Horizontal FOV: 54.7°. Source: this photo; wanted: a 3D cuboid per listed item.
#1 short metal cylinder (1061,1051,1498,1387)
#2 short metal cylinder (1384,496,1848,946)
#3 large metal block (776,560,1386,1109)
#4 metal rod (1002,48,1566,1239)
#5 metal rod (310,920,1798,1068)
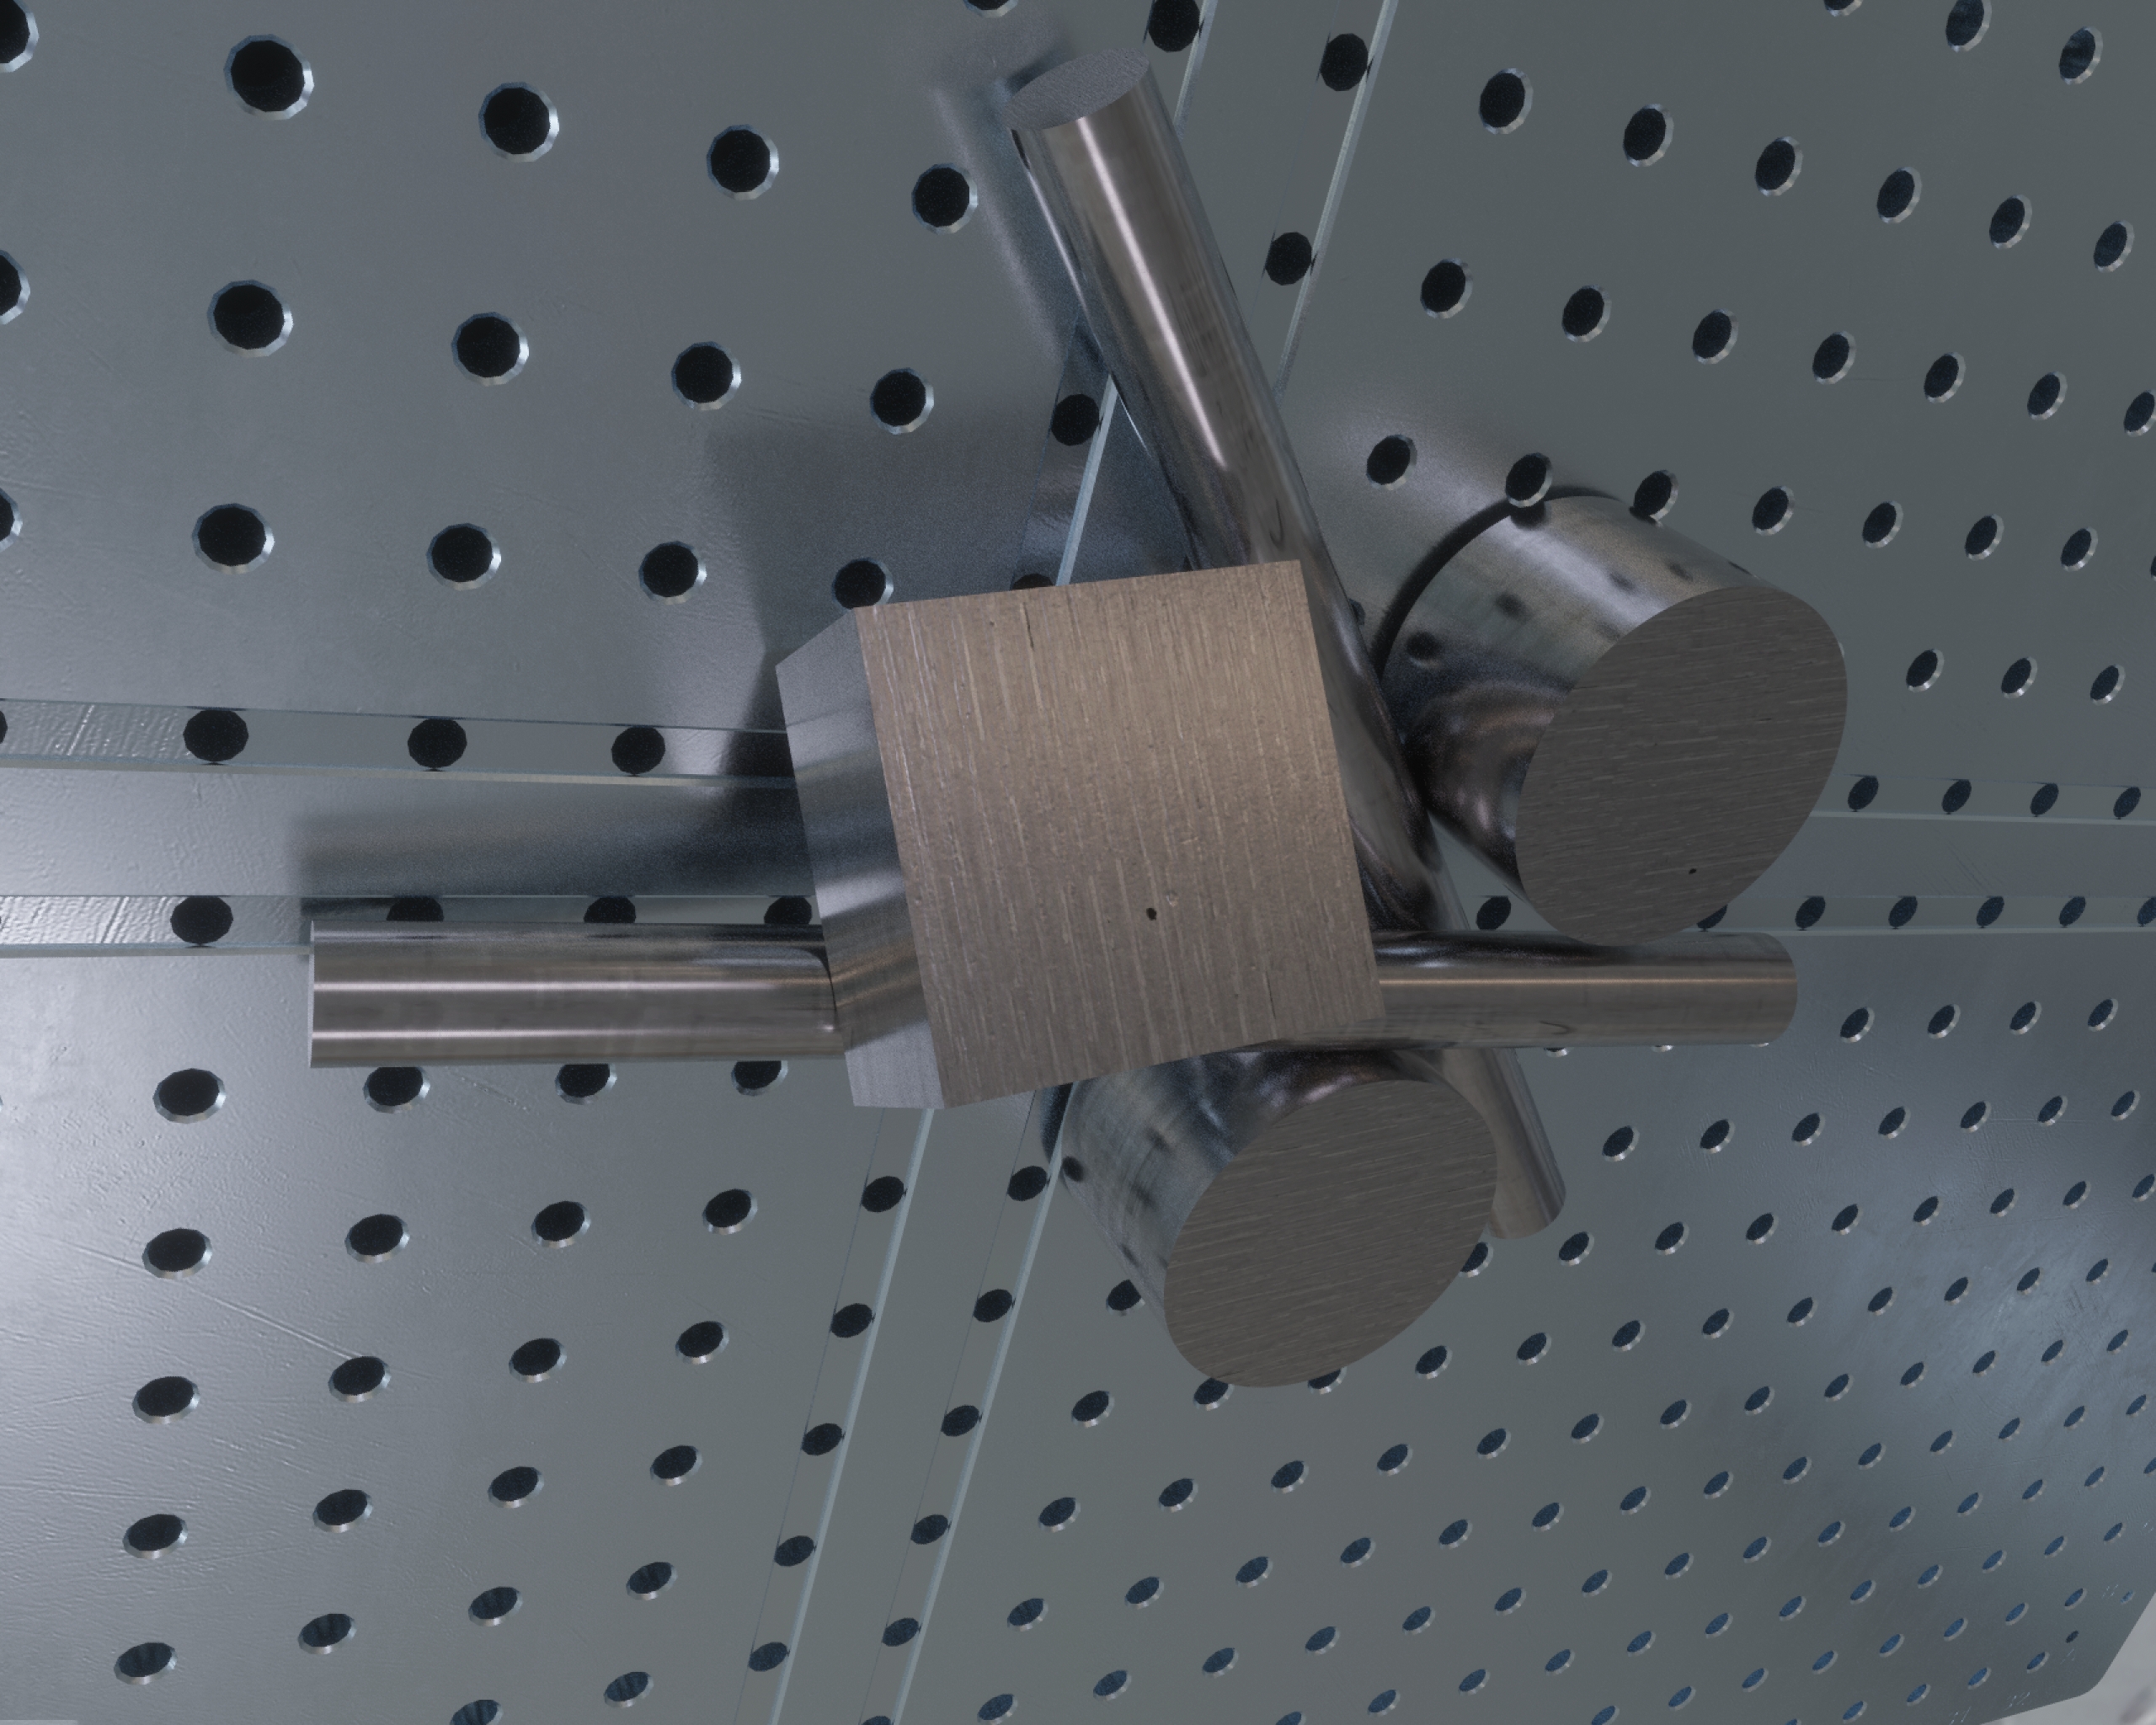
[{"bbox_3d":[0.043,0.067,0.456,0.081,0.050,0.079,-14,124,-21],"label":"short metal cylinder"},{"bbox_3d":[0.110,-0.030,0.433,0.081,0.050,0.079,-14,124,-21],"label":"short metal cylinder"},{"bbox_3d":[-0.001,-0.004,0.364,0.081,0.050,0.080,-10,88,-23],"label":"large metal block"},{"bbox_3d":[0.054,-0.020,0.425,0.025,0.025,0.299,-33,129,-7],"label":"metal rod"},{"bbox_3d":[0.011,0.025,0.407,0.303,0.025,0.025,1,118,-22],"label":"metal rod"}]
